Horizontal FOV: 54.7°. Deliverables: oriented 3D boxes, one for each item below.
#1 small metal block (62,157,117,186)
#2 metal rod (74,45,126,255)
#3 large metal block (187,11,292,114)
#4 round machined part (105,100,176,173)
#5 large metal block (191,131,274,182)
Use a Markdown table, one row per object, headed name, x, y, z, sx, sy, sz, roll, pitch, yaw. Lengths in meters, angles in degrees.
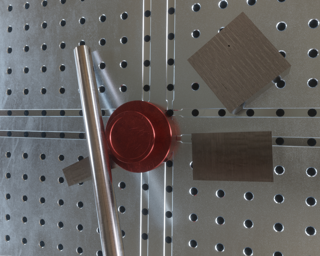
| name | x | y | z | sx | sy | sz | roll | pitch | yaw |
| --- | --- | --- | --- | --- | --- | --- | --- | --- | --- |
| small metal block | -0.098 | 0.057 | 0.434 | 0.050 | 0.050 | 0.025 | -26 | 82 | 18 |
| metal rod | -0.081 | 0.023 | 0.401 | 0.025 | 0.025 | 0.299 | -21 | 68 | 19 |
| large metal block | 0.093 | -0.073 | 0.366 | 0.080 | 0.050 | 0.080 | -40 | 78 | 15 |
| round machined part | -0.032 | 0.012 | 0.415 | 0.098 | 0.042 | 0.097 | 0 | 90 | 20 |
| large metal block | 0.086 | 0.029 | 0.353 | 0.080 | 0.080 | 0.050 | -2 | 90 | 20 |
